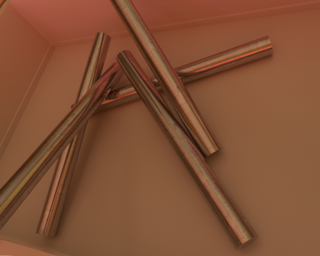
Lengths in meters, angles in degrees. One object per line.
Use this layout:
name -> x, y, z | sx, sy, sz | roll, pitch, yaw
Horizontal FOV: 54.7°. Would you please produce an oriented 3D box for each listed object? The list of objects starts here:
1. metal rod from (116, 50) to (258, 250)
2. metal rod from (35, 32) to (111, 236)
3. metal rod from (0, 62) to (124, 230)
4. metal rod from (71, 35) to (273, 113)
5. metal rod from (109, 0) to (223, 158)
metal rod -> 0.015, 0.003, 0.375 | 0.025, 0.025, 0.300 | -35, 58, 5
metal rod -> -0.118, -0.003, 0.442 | 0.025, 0.025, 0.299 | 2, 70, 29
metal rod -> -0.114, 0.003, 0.379 | 0.025, 0.025, 0.301 | -3, 38, 27
metal rod -> 0.004, -0.066, 0.442 | 0.301, 0.025, 0.025 | -16, 55, 18
metal rod -> -0.010, -0.096, 0.394 | 0.025, 0.025, 0.299 | -32, 76, 7
